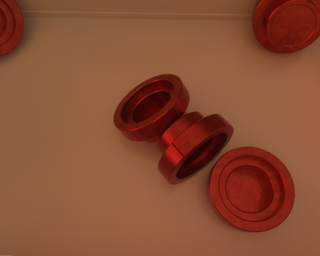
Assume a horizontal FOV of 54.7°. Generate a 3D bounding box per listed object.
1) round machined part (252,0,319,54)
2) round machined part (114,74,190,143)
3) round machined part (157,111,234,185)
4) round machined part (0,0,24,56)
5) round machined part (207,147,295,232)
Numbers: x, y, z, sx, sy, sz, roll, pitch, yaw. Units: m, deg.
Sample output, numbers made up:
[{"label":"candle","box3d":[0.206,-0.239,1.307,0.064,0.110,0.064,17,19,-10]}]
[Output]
[{"label":"round machined part","box3d":[0.178,-0.147,0.423,0.099,0.097,0.042,9,39,3]},{"label":"round machined part","box3d":[-0.006,-0.020,0.390,0.098,0.042,0.098,-23,36,19]},{"label":"round machined part","box3d":[0.036,0.019,0.365,0.098,0.098,0.042,-36,66,-12]},{"label":"round machined part","box3d":[-0.248,-0.151,0.434,0.098,0.098,0.042,-43,38,-14]},{"label":"round machined part","box3d":[0.106,0.075,0.375,0.099,0.042,0.098,0,70,-1]}]
